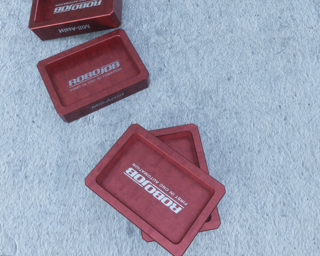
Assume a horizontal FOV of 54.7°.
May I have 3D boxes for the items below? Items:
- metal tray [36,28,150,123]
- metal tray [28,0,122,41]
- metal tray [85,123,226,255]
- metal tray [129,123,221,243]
[{"bbox_3d":[-0.091,-0.074,0.431,0.131,0.030,0.090,-26,72,-9],"label":"metal tray"},{"bbox_3d":[-0.122,-0.183,0.454,0.130,0.030,0.090,-5,69,13],"label":"metal tray"},{"bbox_3d":[-0.005,0.067,0.348,0.130,0.030,0.090,35,74,12],"label":"metal tray"},{"bbox_3d":[0.014,0.065,0.381,0.091,0.030,0.130,-10,70,-4],"label":"metal tray"}]
